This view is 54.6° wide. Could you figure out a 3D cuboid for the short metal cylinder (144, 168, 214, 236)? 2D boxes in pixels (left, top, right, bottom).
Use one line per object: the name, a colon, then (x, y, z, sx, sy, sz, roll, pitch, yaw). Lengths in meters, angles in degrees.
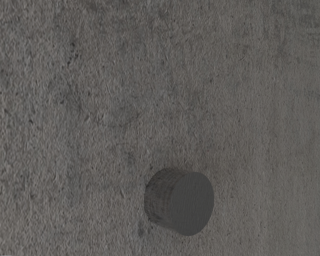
short metal cylinder: (0.026, 0.095, 0.409, 0.081, 0.050, 0.080, 0, 90, -40)
